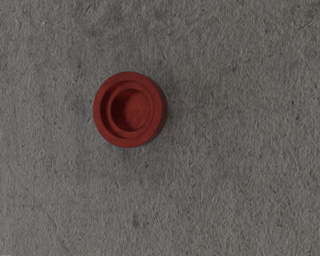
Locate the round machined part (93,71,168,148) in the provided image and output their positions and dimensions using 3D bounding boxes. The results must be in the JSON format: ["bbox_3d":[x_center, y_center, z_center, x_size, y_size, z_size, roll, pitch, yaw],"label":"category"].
[{"bbox_3d":[-0.036,-0.023,0.413,0.098,0.042,0.097,0,90,20],"label":"round machined part"}]
